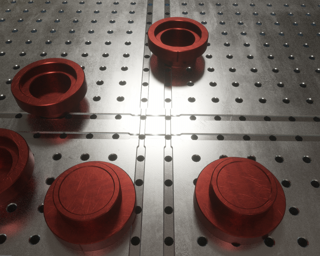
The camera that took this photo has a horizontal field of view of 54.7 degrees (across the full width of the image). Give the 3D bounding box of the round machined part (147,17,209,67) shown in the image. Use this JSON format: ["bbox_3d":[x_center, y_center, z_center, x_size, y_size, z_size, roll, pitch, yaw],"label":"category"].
[{"bbox_3d":[0.029,-0.140,0.514,0.099,0.042,0.098,0,50,0],"label":"round machined part"}]

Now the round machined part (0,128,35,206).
[{"bbox_3d":[-0.193,0.050,0.352,0.099,0.042,0.098,0,50,0],"label":"round machined part"}]

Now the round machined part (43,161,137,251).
[{"bbox_3d":[-0.075,0.076,0.332,0.099,0.042,0.098,0,50,0],"label":"round machined part"}]

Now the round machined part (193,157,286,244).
[{"bbox_3d":[0.087,0.071,0.338,0.099,0.042,0.098,0,50,0],"label":"round machined part"}]

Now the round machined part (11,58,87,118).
[{"bbox_3d":[-0.152,-0.053,0.439,0.099,0.042,0.098,0,50,0],"label":"round machined part"}]
